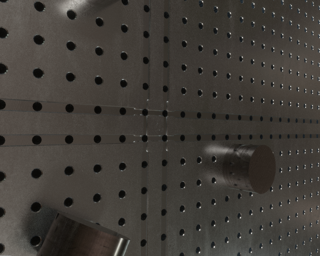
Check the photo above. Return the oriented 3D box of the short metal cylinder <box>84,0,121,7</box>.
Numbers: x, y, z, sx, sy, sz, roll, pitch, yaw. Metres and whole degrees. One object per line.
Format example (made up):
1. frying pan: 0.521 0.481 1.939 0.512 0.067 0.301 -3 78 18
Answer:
1. short metal cylinder: -0.060 -0.183 0.344 0.081 0.050 0.079 0 90 -40

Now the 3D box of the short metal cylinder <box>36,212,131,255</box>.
1. short metal cylinder: -0.077 0.122 0.311 0.080 0.080 0.050 34 69 -35

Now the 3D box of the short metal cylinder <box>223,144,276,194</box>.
1. short metal cylinder: 0.152 0.067 0.523 0.081 0.050 0.079 0 90 -40
